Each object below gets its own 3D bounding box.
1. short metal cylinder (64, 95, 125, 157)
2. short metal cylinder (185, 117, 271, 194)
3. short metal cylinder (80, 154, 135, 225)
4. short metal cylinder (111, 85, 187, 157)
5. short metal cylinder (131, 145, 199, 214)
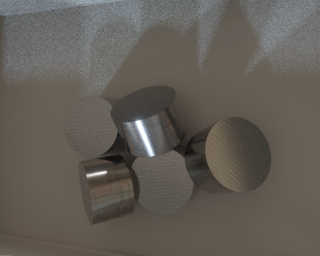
[{"bbox_3d":[-0.081,-0.003,0.422,0.080,0.050,0.079,0,90,19],"label":"short metal cylinder"},{"bbox_3d":[0.075,0.033,0.347,0.081,0.050,0.080,5,74,-19],"label":"short metal cylinder"},{"bbox_3d":[-0.070,0.077,0.396,0.050,0.080,0.080,-9,86,-23],"label":"short metal cylinder"},{"bbox_3d":[-0.013,-0.010,0.375,0.080,0.080,0.050,-8,123,19],"label":"short metal cylinder"},{"bbox_3d":[0.009,0.062,0.392,0.080,0.050,0.079,0,90,19],"label":"short metal cylinder"}]
